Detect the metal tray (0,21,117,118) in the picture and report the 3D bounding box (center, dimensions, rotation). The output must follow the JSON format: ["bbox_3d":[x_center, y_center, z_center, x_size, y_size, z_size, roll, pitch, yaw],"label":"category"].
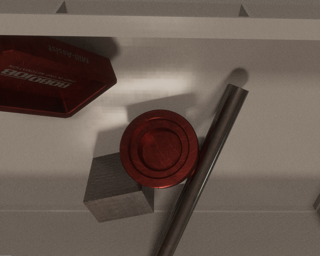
[{"bbox_3d":[-0.119,-0.049,0.312,0.090,0.030,0.131,-31,161,27],"label":"metal tray"}]

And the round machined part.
[{"bbox_3d":[0.002,0.029,0.398,0.098,0.098,0.042,-11,165,8],"label":"round machined part"}]

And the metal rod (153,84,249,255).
[{"bbox_3d":[0.041,0.086,0.406,0.025,0.025,0.298,18,104,-15],"label":"metal rod"}]

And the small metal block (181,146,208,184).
[{"bbox_3d":[0.043,0.055,0.457,0.050,0.025,0.050,-8,130,6],"label":"small metal block"}]

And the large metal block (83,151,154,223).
[{"bbox_3d":[-0.054,0.080,0.440,0.080,0.080,0.050,-13,129,11],"label":"large metal block"}]
